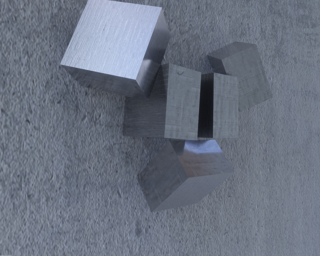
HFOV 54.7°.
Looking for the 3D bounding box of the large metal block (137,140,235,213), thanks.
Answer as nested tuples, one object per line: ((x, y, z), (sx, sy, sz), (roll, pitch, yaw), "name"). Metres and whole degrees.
((0.031, 0.059, 0.391), (0.081, 0.080, 0.050), (1, 50, -40), "large metal block")

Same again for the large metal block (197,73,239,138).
((0.058, -0.028, 0.422), (0.050, 0.080, 0.079), (1, 90, -40), "large metal block")

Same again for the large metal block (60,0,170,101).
((-0.043, -0.082, 0.324), (0.050, 0.080, 0.080), (59, 47, -69), "large metal block")

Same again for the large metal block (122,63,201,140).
((0.000, -0.028, 0.373), (0.050, 0.080, 0.080), (6, 86, -40), "large metal block")

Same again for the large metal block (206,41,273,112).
((0.116, -0.079, 0.462), (0.050, 0.080, 0.080), (-24, 109, 2), "large metal block")
